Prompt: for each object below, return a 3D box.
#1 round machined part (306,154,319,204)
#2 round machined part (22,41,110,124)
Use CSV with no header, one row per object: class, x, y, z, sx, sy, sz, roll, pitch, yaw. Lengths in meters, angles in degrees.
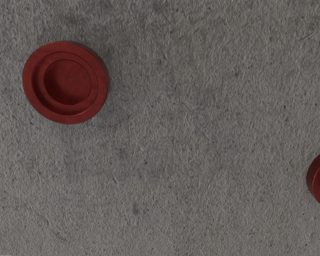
round machined part,0.262,0.075,0.431,0.099,0.042,0.097,0,110,0
round machined part,-0.110,-0.057,0.379,0.099,0.042,0.097,0,110,0
